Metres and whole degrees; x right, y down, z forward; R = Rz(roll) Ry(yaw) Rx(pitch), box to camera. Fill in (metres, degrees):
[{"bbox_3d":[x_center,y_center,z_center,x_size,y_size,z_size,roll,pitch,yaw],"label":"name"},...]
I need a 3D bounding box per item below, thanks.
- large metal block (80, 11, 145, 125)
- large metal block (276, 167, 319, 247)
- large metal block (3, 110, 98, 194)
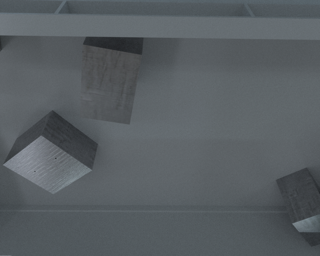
[{"bbox_3d":[-0.048,-0.063,0.319,0.050,0.080,0.079,9,130,-7],"label":"large metal block"},{"bbox_3d":[0.231,0.122,0.479,0.050,0.080,0.080,-30,124,22],"label":"large metal block"},{"bbox_3d":[-0.146,0.035,0.421,0.080,0.050,0.080,-32,123,24],"label":"large metal block"}]
